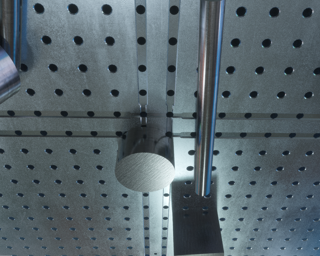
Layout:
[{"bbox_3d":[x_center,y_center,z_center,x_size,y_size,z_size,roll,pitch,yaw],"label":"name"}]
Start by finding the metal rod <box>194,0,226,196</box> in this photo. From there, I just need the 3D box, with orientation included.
[{"bbox_3d":[0.060,-0.014,0.399,0.025,0.025,0.298,-2,130,2],"label":"metal rod"}]

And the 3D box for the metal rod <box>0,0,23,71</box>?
[{"bbox_3d":[-0.126,-0.179,0.257,0.025,0.025,0.298,13,129,-11],"label":"metal rod"}]

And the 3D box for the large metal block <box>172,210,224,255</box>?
[{"bbox_3d":[0.065,0.195,0.542,0.080,0.080,0.050,-5,130,4],"label":"large metal block"}]

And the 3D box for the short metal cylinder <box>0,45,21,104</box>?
[{"bbox_3d":[-0.197,-0.056,0.325,0.080,0.050,0.079,20,137,20],"label":"short metal cylinder"}]

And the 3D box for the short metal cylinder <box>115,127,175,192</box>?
[{"bbox_3d":[-0.020,0.045,0.433,0.081,0.050,0.079,0,130,0],"label":"short metal cylinder"}]
